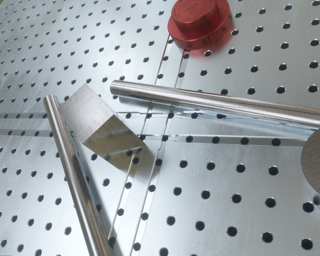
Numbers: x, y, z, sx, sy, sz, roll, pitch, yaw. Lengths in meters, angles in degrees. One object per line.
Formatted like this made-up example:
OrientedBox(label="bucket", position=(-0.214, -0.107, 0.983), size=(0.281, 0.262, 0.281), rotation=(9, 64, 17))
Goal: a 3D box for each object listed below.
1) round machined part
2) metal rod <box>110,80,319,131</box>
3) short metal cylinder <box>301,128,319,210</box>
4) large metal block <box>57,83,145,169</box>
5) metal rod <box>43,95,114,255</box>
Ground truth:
OrientedBox(label="round machined part", position=(0.056, -0.170, 0.471), size=(0.098, 0.042, 0.098), rotation=(-13, 56, 20))
OrientedBox(label="metal rod", position=(0.054, -0.034, 0.399), size=(0.300, 0.025, 0.025), rotation=(13, 68, 33))
OrientedBox(label="short metal cylinder", position=(0.172, 0.039, 0.278), size=(0.080, 0.050, 0.080), rotation=(-13, 56, 20))
OrientedBox(label="large metal block", position=(-0.077, -0.002, 0.413), size=(0.050, 0.080, 0.080), rotation=(-44, 51, -2))
OrientedBox(label="metal rod", position=(-0.125, 0.052, 0.439), size=(0.025, 0.025, 0.300), rotation=(-36, 51, 4))
